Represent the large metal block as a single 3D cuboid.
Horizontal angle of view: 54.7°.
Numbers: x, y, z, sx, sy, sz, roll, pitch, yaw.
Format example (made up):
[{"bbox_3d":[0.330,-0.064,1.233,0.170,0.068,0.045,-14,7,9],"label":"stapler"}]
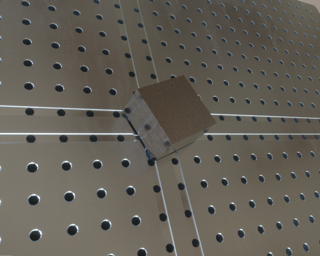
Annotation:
[{"bbox_3d":[0.013,-0.015,0.406,0.081,0.050,0.080,-23,74,-37],"label":"large metal block"}]
